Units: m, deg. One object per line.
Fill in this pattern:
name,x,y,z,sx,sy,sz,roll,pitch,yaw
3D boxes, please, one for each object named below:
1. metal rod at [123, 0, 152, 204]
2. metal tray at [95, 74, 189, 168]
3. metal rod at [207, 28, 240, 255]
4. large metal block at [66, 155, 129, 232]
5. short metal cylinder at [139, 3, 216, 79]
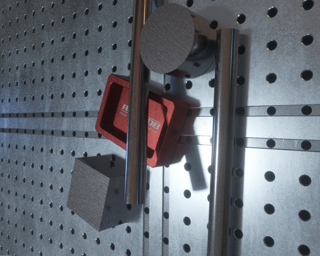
metal rod,-0.026,-0.058,0.390,0.025,0.025,0.299,-11,72,39
metal tray,-0.030,-0.014,0.428,0.130,0.030,0.089,28,107,36
metal rod,0.070,0.041,0.349,0.025,0.025,0.298,4,92,39
large metal block,-0.090,0.094,0.464,0.080,0.050,0.079,21,103,37
short metal cylinder,0.022,-0.102,0.373,0.080,0.050,0.079,-1,89,39
